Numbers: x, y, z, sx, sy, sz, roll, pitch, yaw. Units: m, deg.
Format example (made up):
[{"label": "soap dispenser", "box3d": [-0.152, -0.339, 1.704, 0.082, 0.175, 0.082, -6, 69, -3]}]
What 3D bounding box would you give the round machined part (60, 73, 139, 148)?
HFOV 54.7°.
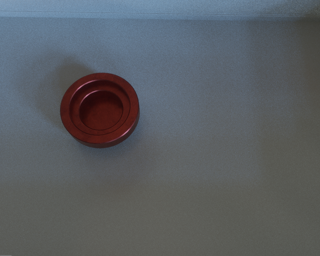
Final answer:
[{"label": "round machined part", "box3d": [-0.076, -0.020, 0.407, 0.099, 0.042, 0.098, 0, 70, -1]}]
